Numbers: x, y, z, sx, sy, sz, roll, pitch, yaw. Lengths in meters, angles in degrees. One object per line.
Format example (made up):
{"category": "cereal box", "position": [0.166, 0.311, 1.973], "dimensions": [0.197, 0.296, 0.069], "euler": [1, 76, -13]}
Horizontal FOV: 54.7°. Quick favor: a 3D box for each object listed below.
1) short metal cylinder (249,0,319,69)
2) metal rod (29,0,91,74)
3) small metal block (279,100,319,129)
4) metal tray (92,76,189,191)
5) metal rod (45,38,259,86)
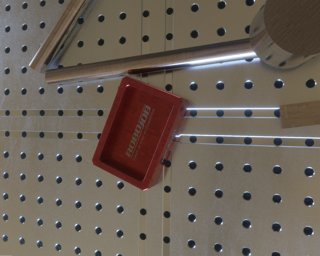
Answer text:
{"category": "short metal cylinder", "position": [0.144, -0.110, 0.336], "dimensions": [0.081, 0.050, 0.080], "euler": [0, 86, -1]}
{"category": "metal rod", "position": [-0.101, -0.207, 0.446], "dimensions": [0.025, 0.025, 0.299], "euler": [41, 102, 15]}
{"category": "small metal block", "position": [0.160, -0.015, 0.343], "dimensions": [0.050, 0.050, 0.025], "euler": [-8, 88, 19]}
{"category": "metal tray", "position": [-0.028, 0.006, 0.418], "dimensions": [0.090, 0.030, 0.129], "euler": [24, 98, 18]}
{"category": "metal rod", "position": [-0.024, -0.086, 0.420], "dimensions": [0.301, 0.025, 0.025], "euler": [-4, 89, 19]}
